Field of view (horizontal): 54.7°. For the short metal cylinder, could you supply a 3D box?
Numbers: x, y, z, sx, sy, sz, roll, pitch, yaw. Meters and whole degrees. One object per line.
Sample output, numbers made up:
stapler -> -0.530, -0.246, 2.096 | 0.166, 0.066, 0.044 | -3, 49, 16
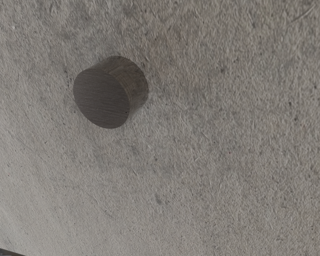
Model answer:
short metal cylinder -> -0.062, -0.046, 0.395 | 0.080, 0.050, 0.079 | 13, 124, 21
